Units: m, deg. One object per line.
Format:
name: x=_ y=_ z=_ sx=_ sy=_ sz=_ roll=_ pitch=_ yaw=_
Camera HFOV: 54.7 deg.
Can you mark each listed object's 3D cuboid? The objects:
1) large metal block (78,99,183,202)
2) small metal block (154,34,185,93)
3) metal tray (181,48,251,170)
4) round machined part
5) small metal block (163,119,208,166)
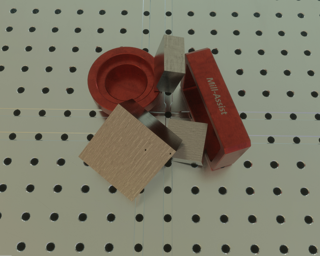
large metal block: x=-0.033 y=0.024 z=0.365 sx=0.080 sy=0.050 sz=0.080 roll=40 pitch=106 yaw=2
small metal block: x=0.011 y=-0.078 z=0.384 sx=0.025 sy=0.050 sz=0.050 roll=5 pitch=68 yaw=-13
metal tray: x=0.063 y=-0.021 z=0.386 sx=0.030 sy=0.090 sz=0.130 roll=-17 pitch=71 yaw=-6
round machined part: x=-0.045 y=-0.058 z=0.423 sx=0.099 sy=0.042 sz=0.098 roll=0 pitch=70 yaw=-1
small metal block: x=0.034 y=0.018 z=0.400 sx=0.050 sy=0.025 sz=0.050 roll=8 pitch=74 yaw=14
